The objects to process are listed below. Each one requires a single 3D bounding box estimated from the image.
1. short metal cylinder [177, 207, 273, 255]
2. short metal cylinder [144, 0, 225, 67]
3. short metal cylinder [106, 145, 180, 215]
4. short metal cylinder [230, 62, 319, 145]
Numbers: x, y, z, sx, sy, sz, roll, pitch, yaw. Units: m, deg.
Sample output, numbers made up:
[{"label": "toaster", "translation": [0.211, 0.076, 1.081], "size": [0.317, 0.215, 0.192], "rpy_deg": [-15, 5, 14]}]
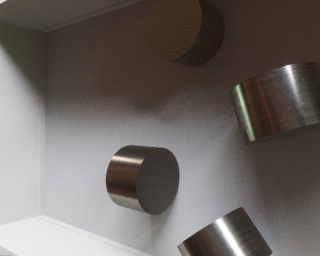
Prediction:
[{"label": "short metal cylinder", "translation": [0.065, 0.124, 0.316], "size": [0.080, 0.081, 0.050], "rpy_deg": [-46, 63, 30]}, {"label": "short metal cylinder", "translation": [0.028, -0.116, 0.366], "size": [0.080, 0.050, 0.079], "rpy_deg": [0, 90, 39]}, {"label": "short metal cylinder", "translation": [-0.020, 0.062, 0.385], "size": [0.050, 0.081, 0.079], "rpy_deg": [2, 91, 40]}, {"label": "short metal cylinder", "translation": [0.109, -0.019, 0.280], "size": [0.080, 0.081, 0.050], "rpy_deg": [-22, 77, 37]}]
